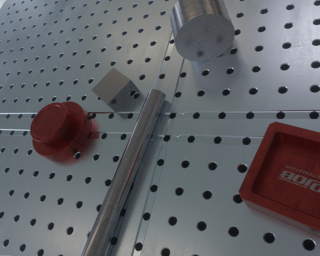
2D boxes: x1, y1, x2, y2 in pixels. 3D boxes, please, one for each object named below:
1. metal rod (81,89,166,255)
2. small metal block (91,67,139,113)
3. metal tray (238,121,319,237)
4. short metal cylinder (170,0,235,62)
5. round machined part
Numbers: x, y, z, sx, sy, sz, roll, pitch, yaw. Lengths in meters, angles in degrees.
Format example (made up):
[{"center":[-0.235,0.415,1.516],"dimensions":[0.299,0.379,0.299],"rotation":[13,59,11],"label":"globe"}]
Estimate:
[{"center":[-0.053,0.082,0.385],"dimensions":[0.025,0.025,0.300],"rotation":[7,65,31],"label":"metal rod"},{"center":[-0.070,-0.060,0.482],"dimensions":[0.050,0.025,0.050],"rotation":[-47,51,-5],"label":"small metal block"},{"center":[0.153,0.053,0.291],"dimensions":[0.130,0.030,0.090],"rotation":[19,71,35],"label":"metal tray"},{"center":[0.057,-0.139,0.428],"dimensions":[0.080,0.080,0.050],"rotation":[-19,55,17],"label":"short metal cylinder"},{"center":[-0.160,-0.001,0.482],"dimensions":[0.098,0.042,0.098],"rotation":[-13,56,21],"label":"round machined part"}]
